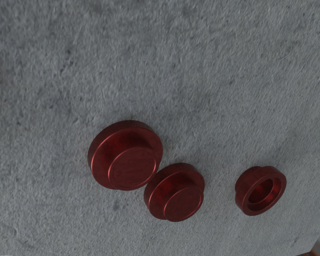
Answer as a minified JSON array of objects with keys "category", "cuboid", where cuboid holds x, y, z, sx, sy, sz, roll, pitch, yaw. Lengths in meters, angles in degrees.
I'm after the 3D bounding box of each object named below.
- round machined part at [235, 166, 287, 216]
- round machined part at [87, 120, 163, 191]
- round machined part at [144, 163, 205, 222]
[{"category":"round machined part","cuboid":[0.177,0.108,0.562,0.099,0.042,0.097,-14,125,-21]},{"category":"round machined part","cuboid":[-0.040,0.042,0.402,0.099,0.042,0.097,-14,125,-21]},{"category":"round machined part","cuboid":[0.028,0.106,0.479,0.099,0.042,0.097,-14,125,-21]}]
